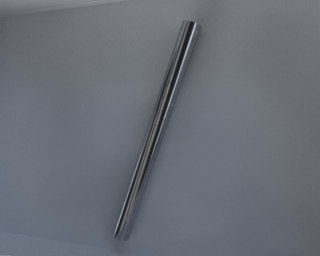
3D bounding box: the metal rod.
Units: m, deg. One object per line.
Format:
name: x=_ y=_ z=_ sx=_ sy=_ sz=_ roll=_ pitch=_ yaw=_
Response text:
metal rod: x=-0.007 y=0.008 z=0.411 sx=0.025 sy=0.025 sz=0.298 roll=21 pitch=97 yaw=19
